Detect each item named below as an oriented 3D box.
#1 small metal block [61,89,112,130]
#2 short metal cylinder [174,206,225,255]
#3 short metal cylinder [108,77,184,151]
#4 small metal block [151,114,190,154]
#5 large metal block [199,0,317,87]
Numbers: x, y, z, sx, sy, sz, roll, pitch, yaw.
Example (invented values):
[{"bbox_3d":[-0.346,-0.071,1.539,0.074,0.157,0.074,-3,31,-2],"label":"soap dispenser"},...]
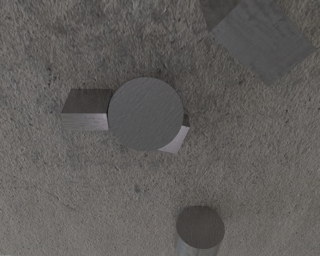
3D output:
[{"bbox_3d":[-0.085,-0.023,0.371,0.050,0.050,0.025,0,130,0],"label":"small metal block"},{"bbox_3d":[0.066,0.181,0.526,0.081,0.080,0.050,2,130,-2],"label":"short metal cylinder"},{"bbox_3d":[-0.017,-0.018,0.353,0.081,0.050,0.079,-1,101,-6],"label":"short metal cylinder"},{"bbox_3d":[0.006,0.004,0.410,0.050,0.025,0.050,13,129,-12],"label":"small metal block"},{"bbox_3d":[0.087,-0.098,0.289,0.080,0.080,0.050,34,122,-25],"label":"large metal block"}]
